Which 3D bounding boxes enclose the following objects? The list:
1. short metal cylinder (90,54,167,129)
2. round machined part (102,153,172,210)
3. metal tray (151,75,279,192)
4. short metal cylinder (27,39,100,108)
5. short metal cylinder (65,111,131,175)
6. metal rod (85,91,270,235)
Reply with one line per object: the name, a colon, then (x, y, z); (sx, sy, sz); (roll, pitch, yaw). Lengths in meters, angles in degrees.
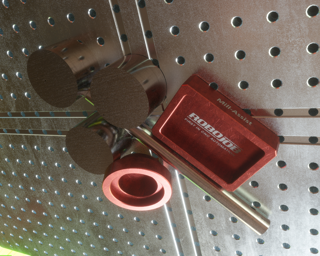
short metal cylinder: (-0.039, -0.046, 0.386); (0.080, 0.050, 0.079); (13, 124, 21)
round machined part: (-0.031, 0.074, 0.449); (0.099, 0.042, 0.097); (2, 132, 2)
metal tray: (0.064, 0.009, 0.379); (0.130, 0.030, 0.089); (37, 130, 3)
short metal cylinder: (-0.129, -0.074, 0.418); (0.080, 0.050, 0.079); (13, 124, 21)
short metal cylinder: (-0.090, 0.021, 0.455); (0.080, 0.050, 0.079); (13, 124, 21)
metal rod: (0.023, 0.043, 0.426); (0.300, 0.025, 0.025); (38, 129, 2)
